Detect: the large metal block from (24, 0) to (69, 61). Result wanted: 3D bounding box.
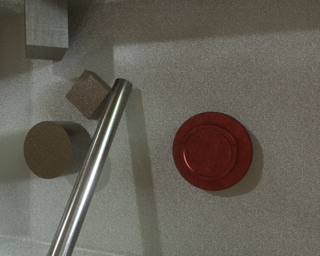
[{"bbox_3d":[-0.160,-0.143,0.429,0.050,0.080,0.079,-1,90,-25],"label":"large metal block"}]

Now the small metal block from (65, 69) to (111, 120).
[{"bbox_3d":[-0.098,-0.047,0.444,0.050,0.025,0.050,43,103,14],"label":"small metal block"}]

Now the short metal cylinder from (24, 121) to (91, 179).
[{"bbox_3d":[-0.146,0.030,0.447,0.080,0.050,0.079,0,90,19],"label":"short metal cylinder"}]

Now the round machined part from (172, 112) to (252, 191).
[{"bbox_3d":[0.062,0.029,0.379,0.098,0.042,0.097,0,90,19],"label":"round machined part"}]

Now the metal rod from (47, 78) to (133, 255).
[{"bbox_3d":[-0.090,0.070,0.372,0.025,0.025,0.300,8,66,19],"label":"metal rod"}]
